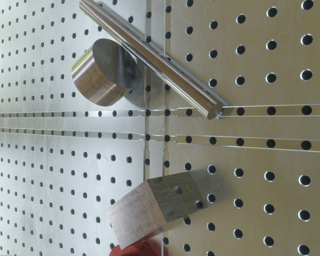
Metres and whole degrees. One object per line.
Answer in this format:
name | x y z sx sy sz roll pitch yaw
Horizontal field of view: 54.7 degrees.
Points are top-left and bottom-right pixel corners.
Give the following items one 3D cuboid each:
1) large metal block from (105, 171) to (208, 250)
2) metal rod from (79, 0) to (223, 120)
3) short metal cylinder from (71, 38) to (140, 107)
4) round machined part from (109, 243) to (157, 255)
large metal block | -0.004 0.098 0.375 0.080 0.081 0.050 -41 66 32
metal rod | -0.029 -0.111 0.430 0.300 0.025 0.025 45 117 30
short metal cylinder | -0.074 -0.077 0.433 0.050 0.081 0.080 -33 70 35
round machined part | -0.043 0.212 0.432 0.098 0.042 0.097 0 90 39
